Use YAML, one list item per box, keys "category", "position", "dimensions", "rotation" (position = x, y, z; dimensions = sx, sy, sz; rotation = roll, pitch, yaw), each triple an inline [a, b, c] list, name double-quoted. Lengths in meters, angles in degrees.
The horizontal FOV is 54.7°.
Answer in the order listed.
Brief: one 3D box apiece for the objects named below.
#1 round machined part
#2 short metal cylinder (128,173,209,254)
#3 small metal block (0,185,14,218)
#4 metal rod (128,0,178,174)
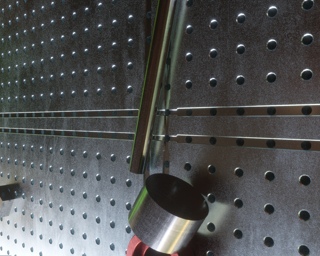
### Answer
- category: "round machined part"
  position: [0.006, 0.172, 0.390]
  dimensions: [0.098, 0.042, 0.097]
  rotation: [2, 93, 40]
- category: "short metal cylinder"
  position: [0.010, 0.098, 0.364]
  dimensions: [0.080, 0.081, 0.050]
  rotation: [40, 114, 32]
- category: "small metal block"
  position: [-0.359, 0.166, 0.701]
  dimensions: [0.050, 0.025, 0.050]
  rotation: [39, 114, 32]
- category: "metal rod"
  position: [-0.005, -0.085, 0.411]
  dimensions: [0.025, 0.025, 0.298]
  rotation: [17, 101, 38]
